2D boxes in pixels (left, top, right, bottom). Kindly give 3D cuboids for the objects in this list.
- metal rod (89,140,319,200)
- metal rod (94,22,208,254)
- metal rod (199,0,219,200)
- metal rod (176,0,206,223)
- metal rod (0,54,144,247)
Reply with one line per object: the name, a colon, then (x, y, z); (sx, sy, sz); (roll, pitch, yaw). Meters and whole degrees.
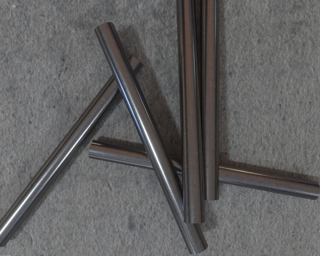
metal rod: (0.058, 0.056, 0.410); (0.302, 0.025, 0.025); (11, 90, -1)
metal rod: (-0.011, 0.013, 0.383); (0.025, 0.025, 0.299); (-23, 90, 0)
metal rod: (0.063, -0.061, 0.396); (0.025, 0.025, 0.298); (1, 84, -1)
metal rod: (0.037, -0.038, 0.385); (0.025, 0.025, 0.298); (-1, 80, -1)
metal rod: (-0.123, 0.029, 0.408); (0.025, 0.025, 0.300); (37, 90, -1)
